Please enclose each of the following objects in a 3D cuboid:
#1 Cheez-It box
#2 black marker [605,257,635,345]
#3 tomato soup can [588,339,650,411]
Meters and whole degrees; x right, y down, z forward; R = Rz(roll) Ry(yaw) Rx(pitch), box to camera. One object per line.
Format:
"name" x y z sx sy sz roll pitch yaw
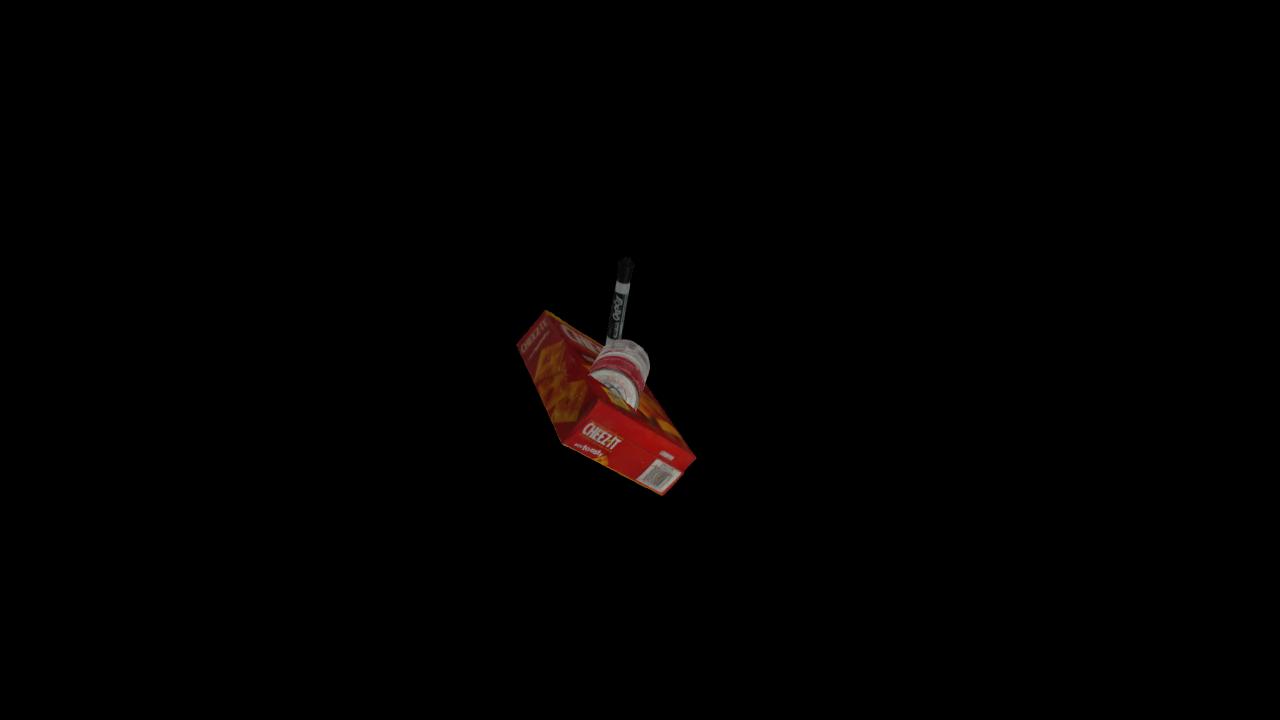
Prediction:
"Cheez-It box" -0.046 0.046 0.750 0.166 0.071 0.223 34 11 -36
"black marker" -0.025 -0.067 0.735 0.020 0.121 0.020 8 34 -5
"tomato soup can" -0.027 0.022 0.711 0.068 0.068 0.101 0 22 9
